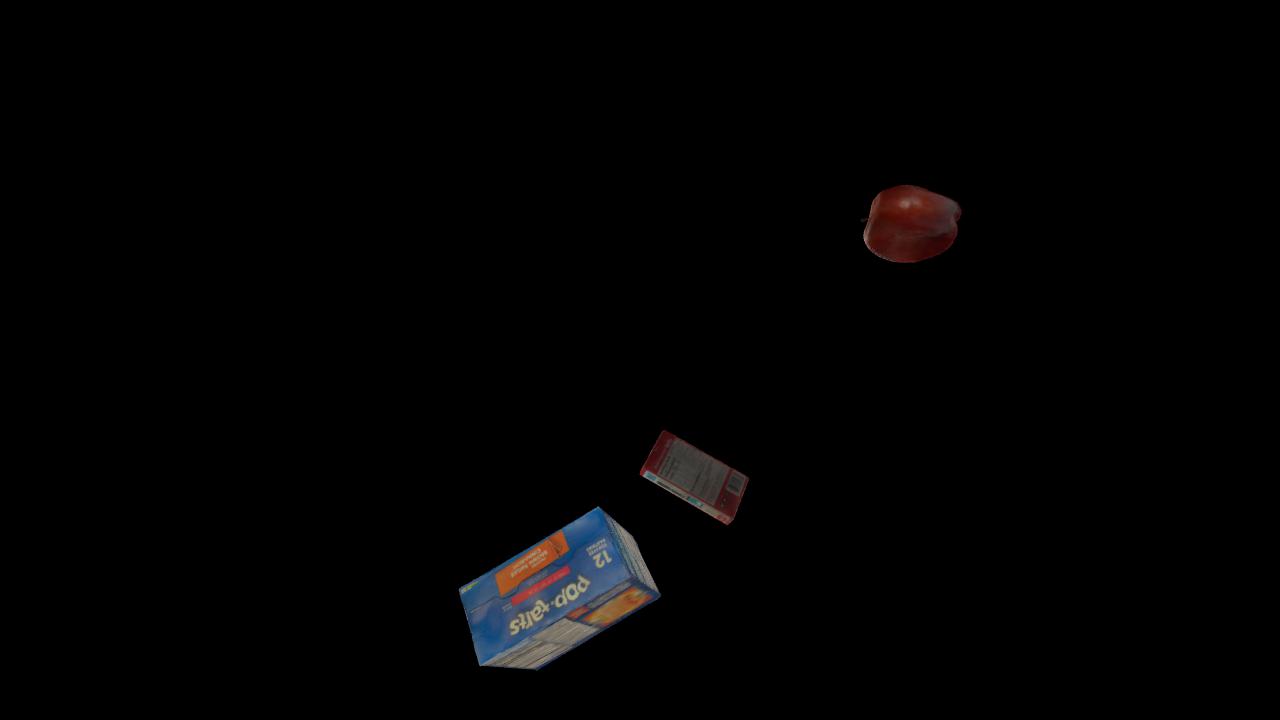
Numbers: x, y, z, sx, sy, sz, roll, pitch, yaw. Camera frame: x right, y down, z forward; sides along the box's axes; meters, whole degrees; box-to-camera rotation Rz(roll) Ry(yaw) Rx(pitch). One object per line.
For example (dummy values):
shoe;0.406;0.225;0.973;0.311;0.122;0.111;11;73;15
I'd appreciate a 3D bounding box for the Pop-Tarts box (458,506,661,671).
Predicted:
Pop-Tarts box;-0.079;0.248;0.657;0.167;0.083;0.141;-31;-31;-2

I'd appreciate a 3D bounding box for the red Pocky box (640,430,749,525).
red Pocky box;0.084;0.178;0.942;0.155;0.083;0.028;29;-40;5

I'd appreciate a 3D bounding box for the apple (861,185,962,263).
apple;0.277;-0.141;0.637;0.093;0.079;0.079;12;4;17
